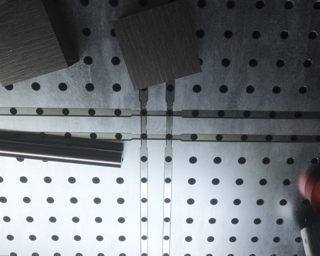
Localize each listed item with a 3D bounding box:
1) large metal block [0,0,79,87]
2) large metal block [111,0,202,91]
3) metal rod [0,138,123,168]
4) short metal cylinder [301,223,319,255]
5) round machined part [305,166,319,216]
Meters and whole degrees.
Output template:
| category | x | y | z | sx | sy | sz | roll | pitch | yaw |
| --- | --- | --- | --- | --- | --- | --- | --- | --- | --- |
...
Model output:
| category | x | y | z | sx | sy | sz | roll | pitch | yaw |
| --- | --- | --- | --- | --- | --- | --- | --- | --- | --- |
| large metal block | -0.153 | -0.102 | 0.361 | 0.080 | 0.050 | 0.080 | -15 | 110 | 5 |
| large metal block | -0.002 | -0.098 | 0.364 | 0.080 | 0.050 | 0.080 | -15 | 110 | 5 |
| metal rod | -0.203 | 0.027 | 0.421 | 0.302 | 0.025 | 0.025 | 6 | 110 | -3 |
| short metal cylinder | 0.252 | 0.172 | 0.446 | 0.080 | 0.050 | 0.080 | 1 | 144 | 1 |
| round machined part | 0.265 | 0.094 | 0.441 | 0.099 | 0.042 | 0.097 | 0 | 110 | 0 |
